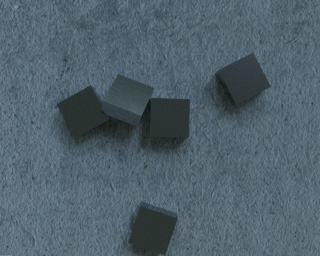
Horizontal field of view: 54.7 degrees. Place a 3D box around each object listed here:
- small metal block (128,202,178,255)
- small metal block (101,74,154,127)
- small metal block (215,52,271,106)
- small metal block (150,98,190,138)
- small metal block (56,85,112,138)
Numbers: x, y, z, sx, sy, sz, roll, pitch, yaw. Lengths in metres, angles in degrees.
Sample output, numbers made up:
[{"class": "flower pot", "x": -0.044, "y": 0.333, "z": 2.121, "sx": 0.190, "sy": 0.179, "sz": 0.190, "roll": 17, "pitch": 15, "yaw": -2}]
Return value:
[{"class": "small metal block", "x": -0.009, "y": 0.132, "z": 0.410, "sx": 0.050, "sy": 0.025, "sz": 0.050, "roll": 19, "pitch": 90, "yaw": 0}, {"class": "small metal block", "x": -0.041, "y": -0.036, "z": 0.397, "sx": 0.050, "sy": 0.025, "sz": 0.050, "roll": 22, "pitch": 54, "yaw": 0}, {"class": "small metal block", "x": 0.109, "y": -0.064, "z": 0.411, "sx": 0.050, "sy": 0.025, "sz": 0.050, "roll": -27, "pitch": 90, "yaw": 0}, {"class": "small metal block", "x": 0.013, "y": -0.013, "z": 0.410, "sx": 0.050, "sy": 0.025, "sz": 0.050, "roll": 2, "pitch": 90, "yaw": 0}, {"class": "small metal block", "x": -0.098, "y": -0.021, "z": 0.409, "sx": 0.050, "sy": 0.025, "sz": 0.050, "roll": -29, "pitch": 90, "yaw": 0}]
